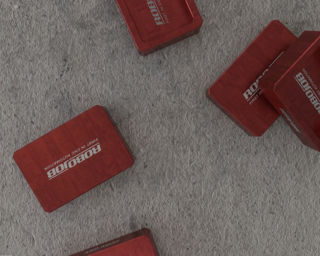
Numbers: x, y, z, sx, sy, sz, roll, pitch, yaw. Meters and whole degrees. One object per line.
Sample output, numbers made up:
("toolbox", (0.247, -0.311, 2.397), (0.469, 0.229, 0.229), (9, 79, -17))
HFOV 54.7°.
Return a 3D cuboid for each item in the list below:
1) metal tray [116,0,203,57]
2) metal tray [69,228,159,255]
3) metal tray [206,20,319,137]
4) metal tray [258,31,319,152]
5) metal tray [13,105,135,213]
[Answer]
("metal tray", (-0.011, -0.172, 0.407), (0.090, 0.030, 0.129), (-24, 90, 0))
("metal tray", (-0.061, 0.198, 0.407), (0.131, 0.030, 0.090), (-20, 90, 0))
("metal tray", (0.136, -0.064, 0.408), (0.090, 0.030, 0.130), (43, 90, 0))
("metal tray", (0.190, -0.042, 0.381), (0.090, 0.030, 0.130), (-48, 117, 0))
("metal tray", (-0.110, 0.039, 0.406), (0.130, 0.030, 0.090), (-30, 90, 0))
